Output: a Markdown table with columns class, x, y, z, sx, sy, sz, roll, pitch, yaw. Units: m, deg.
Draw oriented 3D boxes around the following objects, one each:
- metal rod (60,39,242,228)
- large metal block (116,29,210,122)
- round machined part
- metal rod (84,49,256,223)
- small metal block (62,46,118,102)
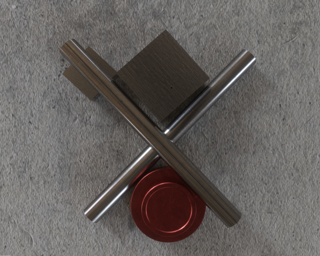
| class | x | y | z | sx | sy | sz | roll | pitch | yaw |
| --- | --- | --- | --- | --- | --- | --- | --- | --- | --- |
| metal rod | -0.011 | 0.007 | 0.385 | 0.025 | 0.025 | 0.300 | -44 | 91 | 0 |
| large metal block | 0.004 | -0.064 | 0.400 | 0.080 | 0.050 | 0.080 | -42 | 91 | 0 |
| round machined part | 0.011 | 0.101 | 0.402 | 0.099 | 0.042 | 0.097 | 0 | 90 | -1 |
| metal rod | 0.014 | 0.010 | 0.413 | 0.025 | 0.025 | 0.300 | 45 | 89 | -1 |
| small metal block | -0.090 | -0.071 | 0.411 | 0.050 | 0.025 | 0.050 | 43 | 90 | -1 |
